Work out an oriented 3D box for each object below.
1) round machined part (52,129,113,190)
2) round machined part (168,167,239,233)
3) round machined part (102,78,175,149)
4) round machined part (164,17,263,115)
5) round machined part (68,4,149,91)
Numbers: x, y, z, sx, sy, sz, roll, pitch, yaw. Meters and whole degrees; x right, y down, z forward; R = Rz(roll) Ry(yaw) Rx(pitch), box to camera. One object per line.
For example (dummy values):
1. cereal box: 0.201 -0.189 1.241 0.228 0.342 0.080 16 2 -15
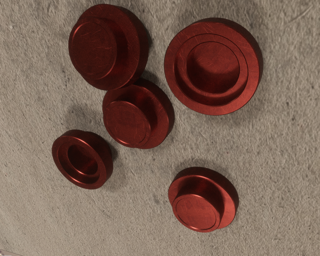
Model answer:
1. round machined part: -0.115 0.044 0.481 0.098 0.042 0.097 13 124 20
2. round machined part: 0.056 0.106 0.431 0.098 0.042 0.097 13 124 20
3. round machined part: -0.034 -0.013 0.404 0.098 0.042 0.097 13 124 20
4. round machined part: 0.057 -0.066 0.324 0.098 0.042 0.097 13 124 20
5. round machined part: -0.066 -0.091 0.357 0.098 0.042 0.097 8 107 27
